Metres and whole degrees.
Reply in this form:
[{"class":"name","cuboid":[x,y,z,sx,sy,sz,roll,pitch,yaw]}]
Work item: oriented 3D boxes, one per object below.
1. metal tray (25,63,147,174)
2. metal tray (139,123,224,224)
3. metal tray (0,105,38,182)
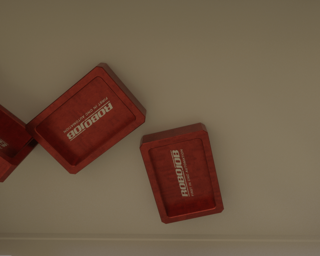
[{"class":"metal tray","cuboid":[-0.094,-0.010,0.403,0.130,0.030,0.090,-37,106,12]},{"class":"metal tray","cuboid":[0.032,0.065,0.432,0.090,0.030,0.129,-13,110,4]},{"class":"metal tray","cuboid":[-0.218,-0.002,0.373,0.130,0.090,0.030,41,105,-14]}]
